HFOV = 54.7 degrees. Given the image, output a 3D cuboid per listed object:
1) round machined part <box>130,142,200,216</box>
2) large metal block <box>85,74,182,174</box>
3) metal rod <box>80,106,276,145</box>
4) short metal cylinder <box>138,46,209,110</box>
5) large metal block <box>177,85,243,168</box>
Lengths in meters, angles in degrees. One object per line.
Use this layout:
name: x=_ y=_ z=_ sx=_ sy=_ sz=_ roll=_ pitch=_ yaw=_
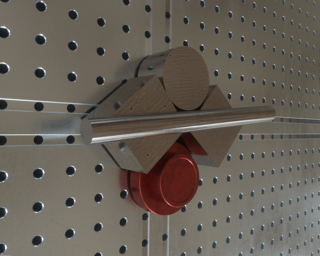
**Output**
round machined part: x=0.013 y=0.066 z=0.405 sx=0.099 sy=0.042 sz=0.097 roll=0 pitch=90 yaw=-40
large metal block: x=-0.026 y=-0.006 z=0.366 sx=0.080 sy=0.050 sz=0.080 roll=-47 pitch=120 yaw=-30
metal rod: x=0.049 y=-0.009 z=0.378 sx=0.302 sy=0.025 sz=0.025 roll=-6 pitch=94 yaw=-39
short metal cylinder: x=0.018 y=-0.062 z=0.403 sx=0.081 sy=0.050 sz=0.079 roll=0 pitch=90 yaw=-40
large metal block: x=0.062 y=-0.003 z=0.437 sx=0.080 sy=0.050 sz=0.080 roll=50 pitch=62 yaw=-29
